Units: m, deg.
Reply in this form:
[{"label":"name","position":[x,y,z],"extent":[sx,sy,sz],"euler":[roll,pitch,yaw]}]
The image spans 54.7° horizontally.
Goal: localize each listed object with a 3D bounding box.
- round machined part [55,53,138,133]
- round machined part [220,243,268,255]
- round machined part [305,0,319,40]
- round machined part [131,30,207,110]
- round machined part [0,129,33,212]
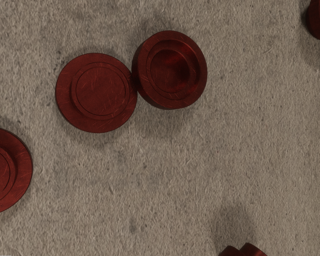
[{"label":"round machined part","position":[-0.074,-0.042,0.373],"extent":[0.099,0.042,0.097],"euler":[0,90,-20]},{"label":"round machined part","position":[0.131,0.197,0.420],"extent":[0.042,0.098,0.098],"euler":[-41,104,-15]},{"label":"round machined part","position":[0.280,-0.182,0.505],"extent":[0.099,0.042,0.097],"euler":[0,90,-21]},{"label":"round machined part","position":[0.009,-0.072,0.401],"extent":[0.099,0.042,0.097],"euler":[1,88,-26]},{"label":"round machined part","position":[-0.189,0.047,0.330],"extent":[0.099,0.042,0.097],"euler":[0,90,-21]}]
